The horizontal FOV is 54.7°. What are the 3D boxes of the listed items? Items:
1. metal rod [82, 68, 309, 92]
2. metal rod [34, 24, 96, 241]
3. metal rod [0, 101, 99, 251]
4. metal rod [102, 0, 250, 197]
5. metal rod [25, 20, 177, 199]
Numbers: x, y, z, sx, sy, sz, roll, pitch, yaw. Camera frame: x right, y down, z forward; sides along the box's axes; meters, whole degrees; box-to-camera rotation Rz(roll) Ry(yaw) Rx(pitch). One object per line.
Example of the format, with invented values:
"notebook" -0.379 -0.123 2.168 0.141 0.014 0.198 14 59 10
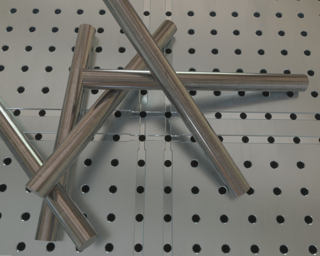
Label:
"metal rod" 0.055 -0.061 0.403 0.302 0.025 0.025 -1 70 -13
"metal rod" -0.121 -0.008 0.413 0.025 0.025 0.299 5 70 1
"metal rod" -0.173 0.022 0.382 0.025 0.025 0.300 -39 68 -13
"metal rod" 0.018 -0.045 0.368 0.025 0.025 0.299 -36 97 -12
"metal rod" -0.059 -0.042 0.397 0.025 0.025 0.301 29 61 9
